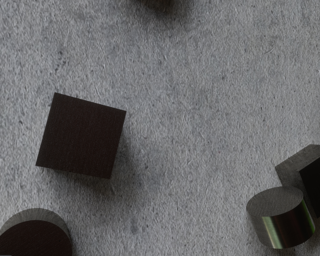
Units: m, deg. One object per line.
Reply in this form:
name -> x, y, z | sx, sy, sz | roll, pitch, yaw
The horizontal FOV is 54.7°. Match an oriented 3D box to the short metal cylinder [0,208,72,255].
short metal cylinder -> -0.141, 0.135, 0.344 | 0.081, 0.050, 0.080 | 0, 90, -20

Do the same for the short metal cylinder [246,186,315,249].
short metal cylinder -> 0.172, 0.126, 0.444 | 0.081, 0.080, 0.050 | -26, 99, -18

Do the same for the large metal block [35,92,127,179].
large metal block -> -0.092, 0.010, 0.362 | 0.081, 0.050, 0.080 | 15, 85, -20

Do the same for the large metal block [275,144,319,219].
large metal block -> 0.241, 0.080, 0.485 | 0.081, 0.050, 0.080 | -27, 99, -18
